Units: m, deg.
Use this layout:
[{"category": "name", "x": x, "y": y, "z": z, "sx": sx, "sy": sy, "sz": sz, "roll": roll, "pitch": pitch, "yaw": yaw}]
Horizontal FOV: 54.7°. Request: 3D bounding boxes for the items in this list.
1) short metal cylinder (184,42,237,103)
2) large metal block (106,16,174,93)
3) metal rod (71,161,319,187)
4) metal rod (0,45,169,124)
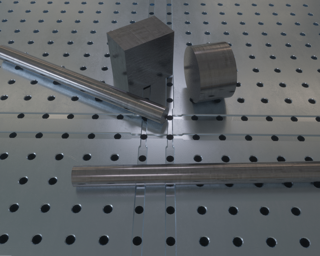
[{"category": "short metal cylinder", "x": 0.069, "y": -0.079, "z": 0.439, "sx": 0.050, "sy": 0.080, "sz": 0.080, "roll": -10, "pitch": 51, "yaw": -8}, {"category": "large metal block", "x": -0.027, "y": -0.109, "z": 0.463, "sx": 0.081, "sy": 0.080, "sz": 0.050, "roll": -27, "pitch": 55, "yaw": -21}, {"category": "metal rod", "x": 0.051, "y": 0.053, "z": 0.362, "sx": 0.302, "sy": 0.025, "sz": 0.025, "roll": -1, "pitch": 50, "yaw": -1}, {"category": "metal rod", "x": -0.127, "y": -0.071, "z": 0.466, "sx": 0.301, "sy": 0.025, "sz": 0.025, "roll": 22, "pitch": 54, "yaw": 17}]
